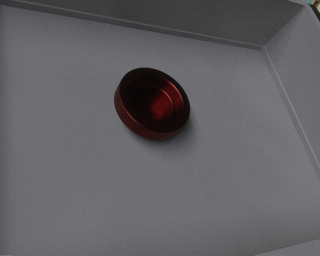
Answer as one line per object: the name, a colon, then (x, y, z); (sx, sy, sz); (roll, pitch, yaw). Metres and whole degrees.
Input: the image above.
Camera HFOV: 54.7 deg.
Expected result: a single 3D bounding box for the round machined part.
round machined part: (-0.013, -0.028, 0.406); (0.099, 0.042, 0.098); (14, 56, -21)
